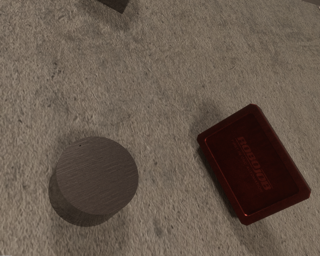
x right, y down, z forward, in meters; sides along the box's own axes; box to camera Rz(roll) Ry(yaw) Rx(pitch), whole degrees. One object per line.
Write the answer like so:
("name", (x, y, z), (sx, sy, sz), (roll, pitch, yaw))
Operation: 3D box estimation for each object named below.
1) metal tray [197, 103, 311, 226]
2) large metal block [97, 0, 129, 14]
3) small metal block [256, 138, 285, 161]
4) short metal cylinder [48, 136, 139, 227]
("metal tray", (0.117, 0.046, 0.398), (0.030, 0.090, 0.130), (10, 50, -63))
("large metal block", (-0.077, -0.243, 0.496), (0.080, 0.050, 0.080), (26, 53, -13))
("small metal block", (0.141, 0.038, 0.443), (0.050, 0.050, 0.025), (-11, 68, -33))
("short metal cylinder", (-0.069, 0.055, 0.318), (0.081, 0.050, 0.080), (14, 56, -21))
